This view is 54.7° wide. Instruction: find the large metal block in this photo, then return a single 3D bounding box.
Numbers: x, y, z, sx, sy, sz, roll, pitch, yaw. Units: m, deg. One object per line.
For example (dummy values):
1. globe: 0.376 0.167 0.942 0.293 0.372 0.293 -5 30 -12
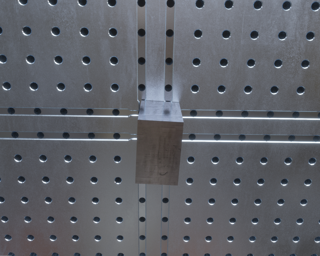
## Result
1. large metal block: -0.002 0.016 0.389 0.050 0.080 0.079 3 110 -2
